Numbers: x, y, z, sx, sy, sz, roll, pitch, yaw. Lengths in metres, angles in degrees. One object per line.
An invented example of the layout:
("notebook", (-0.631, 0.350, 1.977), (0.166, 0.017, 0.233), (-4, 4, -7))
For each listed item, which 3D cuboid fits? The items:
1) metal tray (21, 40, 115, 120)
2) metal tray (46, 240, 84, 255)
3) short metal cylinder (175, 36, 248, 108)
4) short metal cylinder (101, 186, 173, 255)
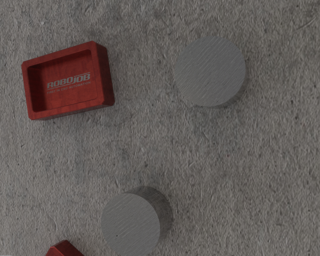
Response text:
("metal tray", (-0.136, -0.066, 0.454), (0.130, 0.030, 0.089), (-10, 87, 19))
("metal tray", (-0.123, 0.240, 0.449), (0.130, 0.030, 0.090), (35, 101, 16))
("short metal cylinder", (0.064, -0.064, 0.373), (0.080, 0.050, 0.079), (0, 90, 20))
("short metal cylinder", (-0.029, 0.120, 0.406), (0.080, 0.050, 0.079), (0, 90, 20))
